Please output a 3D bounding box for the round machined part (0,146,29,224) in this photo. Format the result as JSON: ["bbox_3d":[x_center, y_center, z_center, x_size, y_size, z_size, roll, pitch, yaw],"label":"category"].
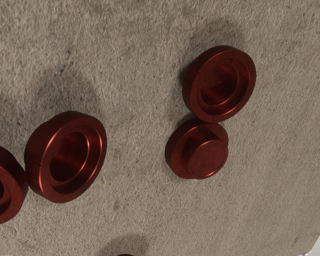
[{"bbox_3d":[-0.184,0.052,0.314,0.099,0.042,0.097,-2,122,-3],"label":"round machined part"}]

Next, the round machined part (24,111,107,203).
[{"bbox_3d":[-0.105,0.028,0.337,0.099,0.042,0.097,-42,141,-46],"label":"round machined part"}]

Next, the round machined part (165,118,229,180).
[{"bbox_3d":[0.060,0.036,0.453,0.099,0.042,0.097,-14,125,-21],"label":"round machined part"}]

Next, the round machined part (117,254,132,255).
[{"bbox_3d":[-0.064,0.252,0.518,0.099,0.042,0.097,-14,125,-21],"label":"round machined part"}]

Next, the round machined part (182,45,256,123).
[{"bbox_3d":[0.071,-0.059,0.400,0.099,0.042,0.097,-14,125,-21],"label":"round machined part"}]
